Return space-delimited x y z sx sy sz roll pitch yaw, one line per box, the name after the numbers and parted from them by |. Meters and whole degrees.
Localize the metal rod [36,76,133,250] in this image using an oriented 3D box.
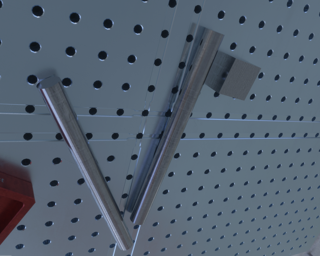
-0.085 0.069 0.408 0.025 0.025 0.298 -25 128 -14 | metal rod

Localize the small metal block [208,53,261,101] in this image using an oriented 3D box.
0.103 -0.070 0.427 0.050 0.025 0.050 10 113 -33 | small metal block

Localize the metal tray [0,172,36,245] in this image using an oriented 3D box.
-0.220 0.083 0.338 0.090 0.030 0.130 -50 129 7 | metal tray

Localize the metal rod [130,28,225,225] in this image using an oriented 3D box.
0.016 0.012 0.429 0.025 0.025 0.298 8 115 -32 | metal rod
